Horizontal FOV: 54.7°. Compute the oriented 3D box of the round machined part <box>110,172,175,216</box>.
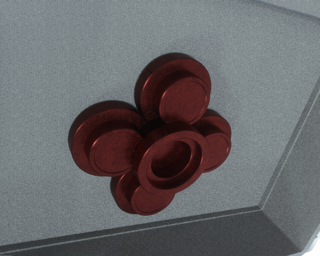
[{"bbox_3d":[-0.016,0.084,0.438,0.099,0.042,0.097,-14,123,-22],"label":"round machined part"}]

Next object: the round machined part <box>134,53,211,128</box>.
[{"bbox_3d":[0.022,-0.039,0.382,0.099,0.042,0.097,-14,124,-21],"label":"round machined part"}]

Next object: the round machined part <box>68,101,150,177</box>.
[{"bbox_3d":[-0.057,0.020,0.376,0.099,0.042,0.097,-14,124,-21],"label":"round machined part"}]

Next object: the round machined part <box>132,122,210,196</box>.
[{"bbox_3d":[0.011,0.035,0.395,0.099,0.042,0.097,-14,124,-21],"label":"round machined part"}]

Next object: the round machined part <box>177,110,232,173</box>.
[{"bbox_3d":[0.062,0.026,0.444,0.099,0.042,0.097,-14,124,-21],"label":"round machined part"}]
